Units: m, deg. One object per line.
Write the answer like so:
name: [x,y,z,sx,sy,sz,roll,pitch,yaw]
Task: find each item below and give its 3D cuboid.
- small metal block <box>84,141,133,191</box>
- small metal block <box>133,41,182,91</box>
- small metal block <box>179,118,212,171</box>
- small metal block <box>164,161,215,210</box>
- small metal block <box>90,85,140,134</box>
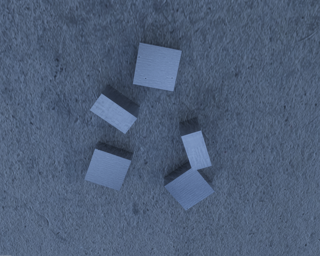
small metal block: [-0.071,0.053,0.428,0.050,0.025,0.050,20,109,-7]
small metal block: [-0.004,-0.076,0.381,0.050,0.025,0.050,10,110,-4]
small metal block: [0.045,0.020,0.404,0.025,0.050,0.050,-17,109,6]
small metal block: [0.041,0.080,0.440,0.050,0.025,0.050,-36,106,12]
small metal block: [-0.054,-0.025,0.387,0.050,0.050,0.025,35,106,-12]
